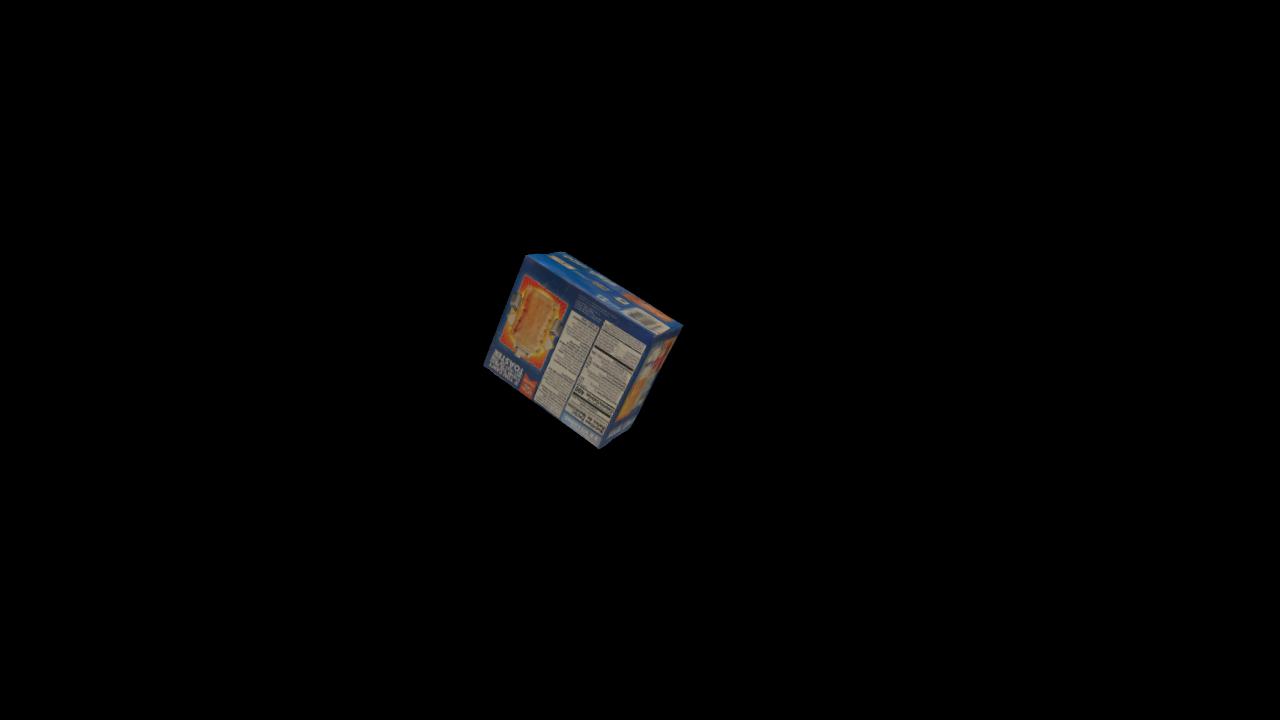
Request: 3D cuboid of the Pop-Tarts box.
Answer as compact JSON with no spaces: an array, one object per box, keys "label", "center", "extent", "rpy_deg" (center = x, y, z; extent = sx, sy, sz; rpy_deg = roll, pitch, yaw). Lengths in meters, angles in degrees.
[{"label":"Pop-Tarts box","center":[-0.063,-0.015,0.664],"extent":[0.167,0.141,0.083],"rpy_deg":[33,22,17]}]
